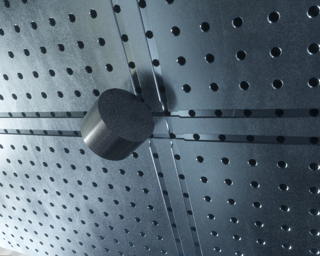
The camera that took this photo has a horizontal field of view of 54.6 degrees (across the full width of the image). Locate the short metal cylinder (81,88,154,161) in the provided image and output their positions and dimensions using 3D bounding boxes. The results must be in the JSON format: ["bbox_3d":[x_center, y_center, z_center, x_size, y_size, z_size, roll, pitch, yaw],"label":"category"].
[{"bbox_3d":[-0.055,-0.004,0.403,0.080,0.080,0.050,45,129,-3],"label":"short metal cylinder"}]
